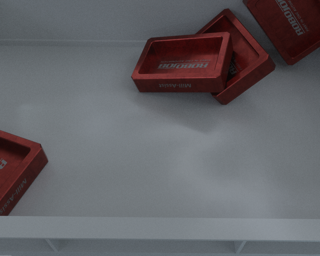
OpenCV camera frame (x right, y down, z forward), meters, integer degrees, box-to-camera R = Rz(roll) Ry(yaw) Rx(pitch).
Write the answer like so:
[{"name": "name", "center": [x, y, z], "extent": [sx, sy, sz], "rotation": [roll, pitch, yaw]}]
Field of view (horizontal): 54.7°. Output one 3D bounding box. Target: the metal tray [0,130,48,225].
[{"name": "metal tray", "center": [-0.202, 0.063, 0.346], "extent": [0.090, 0.030, 0.130], "rotation": [17, 52, 13]}]

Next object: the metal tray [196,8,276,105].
[{"name": "metal tray", "center": [0.097, -0.108, 0.461], "extent": [0.090, 0.030, 0.130], "rotation": [-37, 50, 19]}]

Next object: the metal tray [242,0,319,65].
[{"name": "metal tray", "center": [0.198, -0.169, 0.463], "extent": [0.090, 0.130, 0.030], "rotation": [-36, 27, 22]}]

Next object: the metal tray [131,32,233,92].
[{"name": "metal tray", "center": [0.033, -0.095, 0.450], "extent": [0.130, 0.030, 0.090], "rotation": [3, 55, 24]}]
